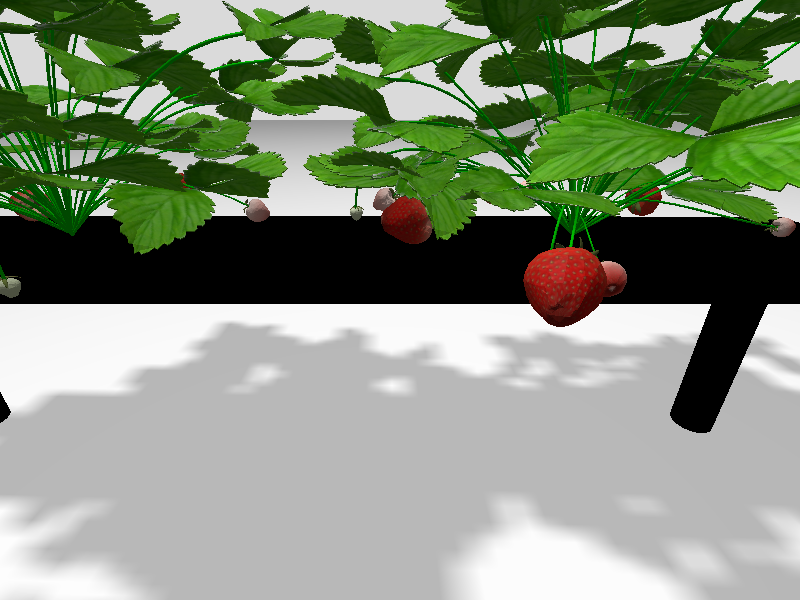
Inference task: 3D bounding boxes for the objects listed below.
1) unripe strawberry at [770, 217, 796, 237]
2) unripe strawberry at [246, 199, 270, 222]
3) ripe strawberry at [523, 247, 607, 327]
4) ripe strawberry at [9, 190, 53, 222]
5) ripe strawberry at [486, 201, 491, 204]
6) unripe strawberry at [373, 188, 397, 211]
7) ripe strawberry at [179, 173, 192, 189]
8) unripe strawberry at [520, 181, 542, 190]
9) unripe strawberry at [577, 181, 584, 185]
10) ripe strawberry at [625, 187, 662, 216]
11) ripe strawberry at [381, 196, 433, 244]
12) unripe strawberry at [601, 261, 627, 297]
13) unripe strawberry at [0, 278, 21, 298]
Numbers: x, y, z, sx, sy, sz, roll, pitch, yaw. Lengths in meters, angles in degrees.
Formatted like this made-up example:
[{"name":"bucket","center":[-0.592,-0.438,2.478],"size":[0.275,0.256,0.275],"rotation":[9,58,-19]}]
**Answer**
[{"name":"unripe strawberry","center":[0.340,-0.065,0.355],"size":[0.017,0.017,0.016],"rotation":[1,26,1]},{"name":"unripe strawberry","center":[-0.142,-0.089,0.401],"size":[0.022,0.022,0.021],"rotation":[20,16,-27]},{"name":"ripe strawberry","center":[0.083,-0.005,0.206],"size":[0.040,0.042,0.044],"rotation":[11,41,21]},{"name":"ripe strawberry","center":[-0.365,-0.094,0.397],"size":[0.031,0.031,0.034],"rotation":[16,30,31]},{"name":"ripe strawberry","center":[0.109,-0.130,0.476],"size":[0.028,0.030,0.031],"rotation":[-8,27,-17]},{"name":"unripe strawberry","center":[-0.016,-0.106,0.429],"size":[0.026,0.025,0.028],"rotation":[-16,15,33]},{"name":"ripe strawberry","center":[-0.253,-0.130,0.467],"size":[0.039,0.035,0.036],"rotation":[8,26,16]},{"name":"unripe strawberry","center":[0.151,-0.127,0.467],"size":[0.031,0.028,0.028],"rotation":[-1,25,-2]},{"name":"unripe strawberry","center":[0.228,-0.147,0.506],"size":[0.009,0.010,0.010],"rotation":[11,28,21]},{"name":"ripe strawberry","center":[0.260,-0.108,0.424],"size":[0.036,0.035,0.033],"rotation":[-18,31,-33]},{"name":"ripe strawberry","center":[0.005,-0.065,0.327],"size":[0.041,0.040,0.045],"rotation":[-5,26,-9]},{"name":"unripe strawberry","center":[0.125,-0.011,0.239],"size":[0.021,0.022,0.023],"rotation":[6,27,12]},{"name":"unripe strawberry","center":[-0.219,-0.007,0.224],"size":[0.011,0.011,0.010],"rotation":[-13,29,-25]}]
